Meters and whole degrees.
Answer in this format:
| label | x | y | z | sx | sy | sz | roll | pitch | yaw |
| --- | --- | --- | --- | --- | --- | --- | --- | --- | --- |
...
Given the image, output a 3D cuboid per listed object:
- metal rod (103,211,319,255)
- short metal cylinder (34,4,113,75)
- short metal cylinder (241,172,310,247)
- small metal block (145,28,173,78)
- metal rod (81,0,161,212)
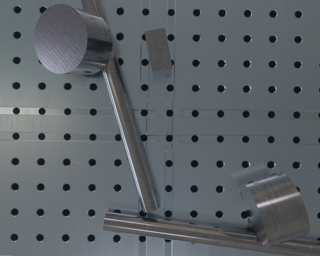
| label | x | y | z | sx | sy | sz | roll | pitch | yaw |
| --- | --- | --- | --- | --- | --- | --- | --- | --- | --- |
| metal rod | 0.077 | 0.145 | 0.413 | 0.302 | 0.025 | 0.025 | 8 | 90 | 0 |
| short metal cylinder | -0.107 | -0.107 | 0.385 | 0.080 | 0.050 | 0.079 | 4 | 99 | 24 |
| short metal cylinder | 0.141 | 0.101 | 0.387 | 0.050 | 0.080 | 0.080 | -17 | 90 | 0 |
| small metal block | -0.002 | -0.095 | 0.401 | 0.025 | 0.050 | 0.050 | -11 | 90 | 0 |
| metal rod | -0.053 | -0.036 | 0.412 | 0.025 | 0.025 | 0.298 | -16 | 90 | 0 |
